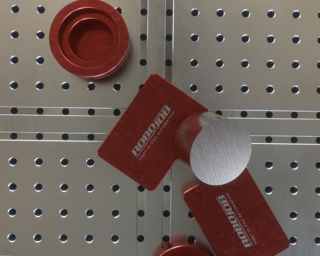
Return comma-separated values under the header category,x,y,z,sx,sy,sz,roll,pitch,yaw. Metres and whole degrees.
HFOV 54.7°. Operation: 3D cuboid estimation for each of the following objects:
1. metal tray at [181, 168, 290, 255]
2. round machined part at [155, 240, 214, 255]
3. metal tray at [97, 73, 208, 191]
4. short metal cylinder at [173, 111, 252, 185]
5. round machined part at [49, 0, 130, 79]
category,x,y,z,sx,sy,sz,roll,pitch,yaw
metal tray,0.099,0.118,0.412,0.090,0.030,0.130,-30,90,-1
round machined part,0.034,0.203,0.406,0.099,0.042,0.097,0,90,-1
metal tray,-0.009,0.005,0.411,0.090,0.030,0.130,35,90,-1
short metal cylinder,0.063,0.023,0.379,0.081,0.050,0.079,-5,105,-19
round machined part,-0.088,-0.112,0.404,0.099,0.042,0.097,0,90,-1
